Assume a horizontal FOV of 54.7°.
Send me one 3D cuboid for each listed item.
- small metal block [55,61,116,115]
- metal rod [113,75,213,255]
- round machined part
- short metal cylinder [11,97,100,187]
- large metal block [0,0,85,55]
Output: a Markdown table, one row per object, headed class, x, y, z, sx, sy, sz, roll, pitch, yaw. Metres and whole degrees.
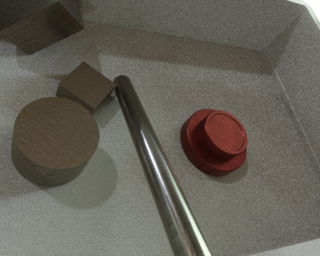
| class | x | y | z | sx | sy | sz | roll | pitch | yaw |
| --- | --- | --- | --- | --- | --- | --- | --- | --- | --- |
| small metal block | -0.092 | -0.048 | 0.386 | 0.050 | 0.025 | 0.050 | 36 | 51 | -5 |
| metal rod | -0.009 | 0.025 | 0.303 | 0.025 | 0.025 | 0.300 | 7 | 32 | -25 |
| round machined part | 0.082 | 0.014 | 0.432 | 0.099 | 0.042 | 0.098 | 14 | 56 | -21 |
| short metal cylinder | -0.109 | 0.015 | 0.322 | 0.081 | 0.050 | 0.080 | 14 | 56 | -21 |
| large metal block | -0.146 | -0.148 | 0.375 | 0.050 | 0.080 | 0.080 | 43 | 28 | -63 |
